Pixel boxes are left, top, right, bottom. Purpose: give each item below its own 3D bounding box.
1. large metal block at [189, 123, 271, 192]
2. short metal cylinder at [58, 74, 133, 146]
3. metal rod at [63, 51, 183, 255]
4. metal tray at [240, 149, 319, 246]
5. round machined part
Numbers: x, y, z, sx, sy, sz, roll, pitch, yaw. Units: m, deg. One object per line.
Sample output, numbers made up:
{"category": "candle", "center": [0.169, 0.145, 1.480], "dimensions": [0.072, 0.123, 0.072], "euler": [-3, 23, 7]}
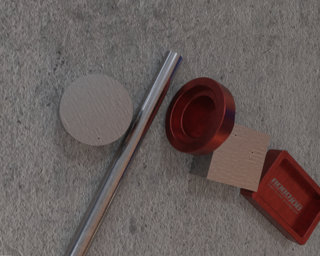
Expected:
{"category": "large metal block", "center": [0.097, 0.037, 0.433], "dimensions": [0.081, 0.050, 0.080], "euler": [17, 84, -20]}
{"category": "short metal cylinder", "center": [-0.078, -0.020, 0.368], "dimensions": [0.081, 0.050, 0.079], "euler": [0, 90, -21]}
{"category": "metal rod", "center": [-0.045, 0.036, 0.393], "dimensions": [0.025, 0.025, 0.299], "euler": [29, 80, -18]}
{"category": "metal tray", "center": [0.197, 0.106, 0.481], "dimensions": [0.130, 0.030, 0.090], "euler": [44, 76, -15]}
{"category": "round machined part", "center": [0.055, -0.012, 0.396], "dimensions": [0.042, 0.098, 0.098], "euler": [20, 83, -39]}
